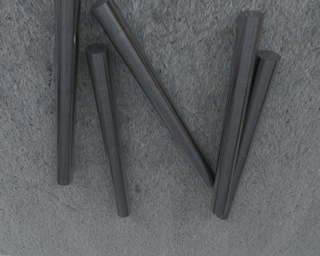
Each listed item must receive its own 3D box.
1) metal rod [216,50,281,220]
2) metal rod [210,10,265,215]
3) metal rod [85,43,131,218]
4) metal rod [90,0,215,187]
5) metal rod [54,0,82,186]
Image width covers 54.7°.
[{"bbox_3d":[0.114,0.034,0.436,0.025,0.025,0.298,2,130,-2],"label":"metal rod"},{"bbox_3d":[0.092,0.006,0.398,0.025,0.025,0.298,0,126,0],"label":"metal rod"},{"bbox_3d":[-0.064,0.028,0.430,0.025,0.025,0.298,-1,130,1],"label":"metal rod"},{"bbox_3d":[0.010,-0.021,0.389,0.025,0.025,0.299,-21,127,17],"label":"metal rod"},{"bbox_3d":[-0.114,-0.033,0.377,0.025,0.025,0.298,9,130,-8],"label":"metal rod"}]
